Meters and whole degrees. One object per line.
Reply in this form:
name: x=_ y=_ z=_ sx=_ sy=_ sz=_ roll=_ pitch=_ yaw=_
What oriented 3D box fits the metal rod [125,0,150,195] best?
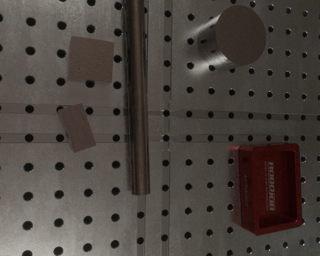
metal rod: x=-0.030 y=-0.064 z=0.402 sx=0.025 sy=0.025 sz=0.298 roll=-2 pitch=91 yaw=-20

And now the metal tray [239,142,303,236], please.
metal tray: x=0.170 y=0.090 z=0.474 sx=0.091 sy=0.030 sz=0.129 roll=-3 pitch=91 yaw=-20

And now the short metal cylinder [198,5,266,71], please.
short metal cylinder: x=0.101 y=-0.125 z=0.438 sx=0.081 sy=0.050 sz=0.079 roll=0 pitch=90 yaw=-20

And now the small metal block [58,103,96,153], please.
small metal block: x=-0.099 y=0.000 z=0.363 sx=0.025 sy=0.050 sz=0.050 roll=-20 pitch=97 yaw=-19

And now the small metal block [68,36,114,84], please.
small metal block: x=-0.085 y=-0.082 z=0.382 sx=0.050 sy=0.025 sz=0.050 roll=4 pitch=89 yaw=-20
